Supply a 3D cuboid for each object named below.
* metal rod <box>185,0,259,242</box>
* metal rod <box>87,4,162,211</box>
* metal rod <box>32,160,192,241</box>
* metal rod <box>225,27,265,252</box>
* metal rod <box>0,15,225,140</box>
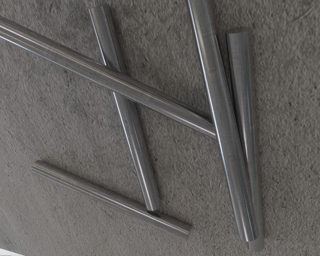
[{"bbox_3d":[0.071,-0.007,0.340,0.025,0.025,0.298,-6,108,31],"label":"metal rod"},{"bbox_3d":[-0.041,-0.010,0.422,0.025,0.025,0.298,1,119,28],"label":"metal rod"},{"bbox_3d":[-0.090,0.118,0.527,0.301,0.025,0.025,19,126,16],"label":"metal rod"},{"bbox_3d":[0.106,0.034,0.372,0.025,0.025,0.298,2,120,27],"label":"metal rod"},{"bbox_3d":[-0.058,-0.058,0.369,0.301,0.025,0.025,25,128,-1],"label":"metal rod"}]
